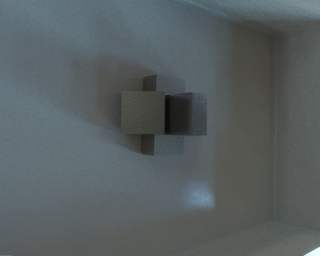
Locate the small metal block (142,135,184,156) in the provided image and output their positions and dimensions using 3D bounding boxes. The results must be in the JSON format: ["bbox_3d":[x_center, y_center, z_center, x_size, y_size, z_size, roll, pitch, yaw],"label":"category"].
[{"bbox_3d":[0.005,0.010,0.408,0.050,0.025,0.050,3,88,-40],"label":"small metal block"}]

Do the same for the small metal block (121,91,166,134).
[{"bbox_3d":[-0.019,-0.018,0.370,0.050,0.025,0.050,1,90,3],"label":"small metal block"}]

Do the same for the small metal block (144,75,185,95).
[{"bbox_3d":[0.006,-0.040,0.408,0.050,0.025,0.050,3,88,-41],"label":"small metal block"}]

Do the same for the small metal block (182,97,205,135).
[{"bbox_3d":[0.047,-0.016,0.428,0.050,0.025,0.050,5,86,-79],"label":"small metal block"}]

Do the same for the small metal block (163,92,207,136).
[{"bbox_3d":[0.030,-0.016,0.380,0.025,0.050,0.050,1,90,-41],"label":"small metal block"}]
